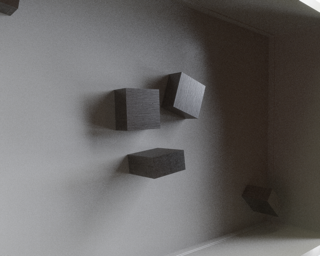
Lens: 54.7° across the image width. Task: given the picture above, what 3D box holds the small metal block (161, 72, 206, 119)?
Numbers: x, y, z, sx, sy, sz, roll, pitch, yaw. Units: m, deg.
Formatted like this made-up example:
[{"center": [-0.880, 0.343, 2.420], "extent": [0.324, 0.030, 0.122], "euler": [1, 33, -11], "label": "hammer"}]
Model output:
[{"center": [0.034, -0.045, 0.437], "extent": [0.050, 0.025, 0.050], "euler": [23, 76, -38], "label": "small metal block"}]

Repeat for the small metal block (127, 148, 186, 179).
[{"center": [-0.005, 0.043, 0.389], "extent": [0.050, 0.050, 0.025], "euler": [-10, 97, -40], "label": "small metal block"}]

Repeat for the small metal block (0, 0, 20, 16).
[{"center": [-0.154, -0.137, 0.278], "extent": [0.050, 0.025, 0.050], "euler": [12, 83, -40], "label": "small metal block"}]

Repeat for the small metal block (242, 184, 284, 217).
[{"center": [0.181, 0.128, 0.546], "extent": [0.050, 0.050, 0.025], "euler": [50, 61, -29], "label": "small metal block"}]

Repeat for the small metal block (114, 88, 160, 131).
[{"center": [-0.028, -0.023, 0.385], "extent": [0.050, 0.025, 0.050], "euler": [-4, 93, -40], "label": "small metal block"}]
